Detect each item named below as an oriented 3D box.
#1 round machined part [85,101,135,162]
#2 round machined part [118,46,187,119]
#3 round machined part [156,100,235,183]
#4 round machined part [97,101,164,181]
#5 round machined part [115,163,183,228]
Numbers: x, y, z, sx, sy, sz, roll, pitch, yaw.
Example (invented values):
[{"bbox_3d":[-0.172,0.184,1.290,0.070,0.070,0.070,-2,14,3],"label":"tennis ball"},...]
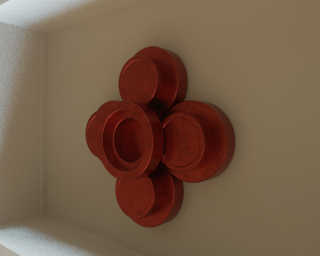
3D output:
[{"bbox_3d":[-0.071,0.009,0.452,0.098,0.042,0.097,0,90,40],"label":"round machined part"},{"bbox_3d":[-0.016,-0.058,0.405,0.098,0.042,0.097,0,90,40],"label":"round machined part"},{"bbox_3d":[0.034,0.016,0.365,0.098,0.042,0.097,0,90,40],"label":"round machined part"},{"bbox_3d":[-0.032,0.015,0.392,0.098,0.042,0.097,0,90,40],"label":"round machined part"},{"bbox_3d":[-0.021,0.082,0.411,0.098,0.042,0.097,-2,87,39],"label":"round machined part"}]
